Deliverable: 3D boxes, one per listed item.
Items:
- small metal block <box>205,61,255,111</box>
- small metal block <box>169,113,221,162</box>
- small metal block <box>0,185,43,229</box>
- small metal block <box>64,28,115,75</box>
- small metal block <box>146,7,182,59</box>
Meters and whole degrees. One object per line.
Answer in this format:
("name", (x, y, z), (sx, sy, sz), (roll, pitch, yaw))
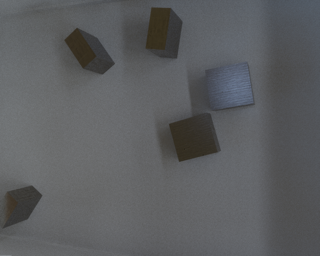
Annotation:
("small metal block", (0.086, -0.050, 0.380), (0.050, 0.025, 0.050), (-9, 87, 19))
("small metal block", (0.045, 0.012, 0.395), (0.050, 0.025, 0.050), (-17, 85, 19))
("small metal block", (-0.217, 0.120, 0.474), (0.025, 0.050, 0.050), (38, 102, 16))
("small metal block", (-0.097, -0.105, 0.431), (0.025, 0.050, 0.050), (-38, 78, 16))
("small metal block", (0.006, -0.119, 0.395), (0.025, 0.050, 0.050), (9, 93, 20))
